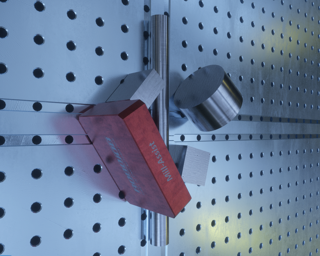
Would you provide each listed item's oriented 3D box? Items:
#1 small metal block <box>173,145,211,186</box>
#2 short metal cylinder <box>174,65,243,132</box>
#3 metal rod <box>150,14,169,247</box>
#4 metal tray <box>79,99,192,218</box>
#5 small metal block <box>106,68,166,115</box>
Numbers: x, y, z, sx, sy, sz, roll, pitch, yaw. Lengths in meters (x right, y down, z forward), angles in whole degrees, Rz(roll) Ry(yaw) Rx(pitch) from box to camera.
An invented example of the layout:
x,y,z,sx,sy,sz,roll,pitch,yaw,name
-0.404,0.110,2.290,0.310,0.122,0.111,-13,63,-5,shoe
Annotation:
x,y,z,sx,sy,sz,roll,pitch,yaw,name
0.043,0.054,0.449,0.050,0.025,0.050,19,78,-39,small metal block
0.067,-0.041,0.431,0.050,0.080,0.080,46,63,-31,short metal cylinder
-0.001,0.003,0.410,0.025,0.025,0.298,0,90,-40,metal rod
-0.028,0.034,0.344,0.030,0.090,0.129,-40,115,-33,metal tray
-0.029,-0.042,0.369,0.025,0.050,0.050,49,61,-29,small metal block
